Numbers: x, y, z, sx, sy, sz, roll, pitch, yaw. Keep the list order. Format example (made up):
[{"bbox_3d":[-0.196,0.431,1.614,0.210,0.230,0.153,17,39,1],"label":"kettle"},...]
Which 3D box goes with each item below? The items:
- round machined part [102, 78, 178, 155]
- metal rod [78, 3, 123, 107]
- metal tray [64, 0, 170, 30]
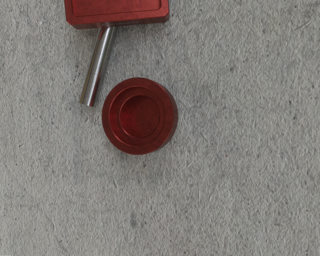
[{"bbox_3d":[-0.023,-0.015,0.407,0.098,0.042,0.097,0,90,19],"label":"round machined part"},{"bbox_3d":[-0.061,-0.175,0.429,0.025,0.025,0.298,19,96,18],"label":"metal rod"},{"bbox_3d":[-0.056,-0.181,0.399,0.131,0.030,0.089,-4,95,2],"label":"metal tray"}]
